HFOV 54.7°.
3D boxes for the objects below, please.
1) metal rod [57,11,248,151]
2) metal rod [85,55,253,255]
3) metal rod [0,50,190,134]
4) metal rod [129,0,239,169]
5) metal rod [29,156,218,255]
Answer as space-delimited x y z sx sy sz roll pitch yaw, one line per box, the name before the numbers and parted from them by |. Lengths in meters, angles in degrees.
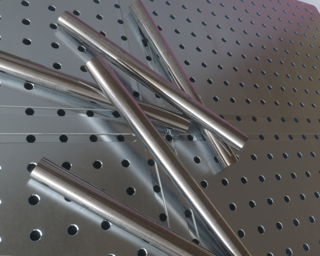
metal rod | -0.011 -0.065 0.425 0.301 0.025 0.025 35 51 2
metal rod | 0.010 0.039 0.371 0.025 0.025 0.299 -36 88 -39
metal rod | -0.100 -0.049 0.384 0.302 0.025 0.025 18 55 -18
metal rod | 0.029 -0.075 0.471 0.025 0.025 0.299 -18 71 -35
metal rod | 0.001 0.119 0.337 0.301 0.025 0.025 32 51 -8
